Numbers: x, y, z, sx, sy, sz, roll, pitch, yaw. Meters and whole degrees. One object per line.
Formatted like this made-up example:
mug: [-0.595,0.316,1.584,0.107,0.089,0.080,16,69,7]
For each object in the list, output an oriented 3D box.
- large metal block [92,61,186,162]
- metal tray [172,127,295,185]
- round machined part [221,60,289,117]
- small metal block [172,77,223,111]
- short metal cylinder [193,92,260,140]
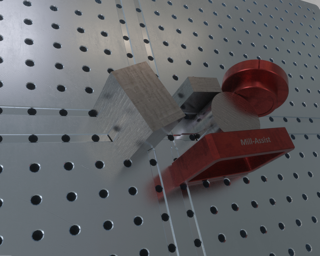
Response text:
large metal block: [-0.028,-0.018,0.369,0.050,0.080,0.080,-27,77,-37]
metal tray: [0.092,0.036,0.394,0.131,0.090,0.030,-4,64,-30]
round machined part: [0.142,-0.053,0.470,0.098,0.097,0.042,25,53,-13]
small metal block: [0.053,-0.049,0.451,0.050,0.050,0.025,-3,63,-30]
short metal cylinder: [0.095,-0.005,0.447,0.081,0.050,0.080,13,56,-20]
